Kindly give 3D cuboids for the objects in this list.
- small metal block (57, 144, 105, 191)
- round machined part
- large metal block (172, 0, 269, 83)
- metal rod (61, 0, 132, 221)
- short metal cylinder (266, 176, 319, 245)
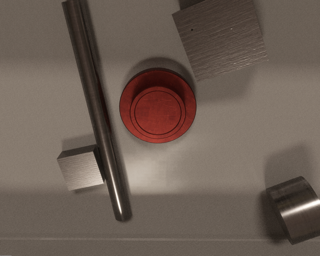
[{"bbox_3d":[-0.107,0.054,0.430,0.050,0.025,0.050,-12,110,4],"label":"small metal block"},{"bbox_3d":[-0.003,-0.025,0.393,0.099,0.042,0.097,0,110,-1],"label":"round machined part"},{"bbox_3d":[0.070,-0.107,0.349,0.080,0.050,0.080,-15,111,21],"label":"large metal block"},{"bbox_3d":[-0.077,-0.008,0.407,0.025,0.025,0.298,-9,110,3],"label":"metal rod"},{"bbox_3d":[0.188,0.113,0.426,0.050,0.080,0.080,-23,109,8],"label":"short metal cylinder"}]
